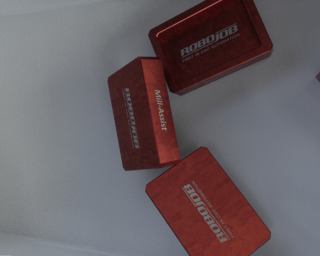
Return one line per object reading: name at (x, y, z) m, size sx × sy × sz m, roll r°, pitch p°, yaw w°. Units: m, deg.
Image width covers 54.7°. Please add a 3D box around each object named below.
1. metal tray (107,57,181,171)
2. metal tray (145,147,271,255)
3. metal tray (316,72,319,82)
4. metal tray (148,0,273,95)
metal tray at (-0.024, -0.014, 0.390) m, size 0.090 × 0.030 × 0.129 m, roll -16°, pitch 84°, yaw 55°
metal tray at (0.054, 0.099, 0.369) m, size 0.090 × 0.030 × 0.130 m, roll -34°, pitch 78°, yaw -11°
metal tray at (0.197, -0.035, 0.286) m, size 0.030 × 0.130 × 0.090 m, roll -44°, pitch 77°, yaw 15°
metal tray at (0.061, -0.106, 0.385) m, size 0.130 × 0.030 × 0.090 m, roll -23°, pitch 83°, yaw 18°
